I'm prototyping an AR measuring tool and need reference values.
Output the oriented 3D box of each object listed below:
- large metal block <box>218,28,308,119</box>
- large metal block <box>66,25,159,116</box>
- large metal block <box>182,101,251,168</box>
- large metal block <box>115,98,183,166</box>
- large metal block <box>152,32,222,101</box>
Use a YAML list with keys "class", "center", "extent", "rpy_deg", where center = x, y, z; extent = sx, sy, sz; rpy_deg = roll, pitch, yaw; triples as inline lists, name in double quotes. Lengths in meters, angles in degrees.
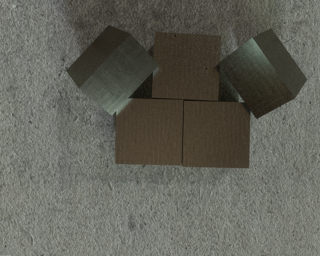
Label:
- class: "large metal block"
  center: [0.128, -0.069, 0.379]
  extent: [0.050, 0.080, 0.080]
  rpy_deg: [-35, 90, 40]
- class: "large metal block"
  center: [-0.060, -0.073, 0.376]
  extent: [0.080, 0.080, 0.050]
  rpy_deg: [-47, 125, 0]
- class: "large metal block"
  center: [0.068, 0.008, 0.398]
  extent: [0.081, 0.050, 0.079]
  rpy_deg: [1, 90, -1]
- class: "large metal block"
  center: [-0.013, 0.004, 0.398]
  extent: [0.081, 0.050, 0.079]
  rpy_deg: [1, 90, -1]
- class: "large metal block"
  center: [0.032, -0.075, 0.399]
  extent: [0.081, 0.050, 0.079]
  rpy_deg: [3, 90, -1]
